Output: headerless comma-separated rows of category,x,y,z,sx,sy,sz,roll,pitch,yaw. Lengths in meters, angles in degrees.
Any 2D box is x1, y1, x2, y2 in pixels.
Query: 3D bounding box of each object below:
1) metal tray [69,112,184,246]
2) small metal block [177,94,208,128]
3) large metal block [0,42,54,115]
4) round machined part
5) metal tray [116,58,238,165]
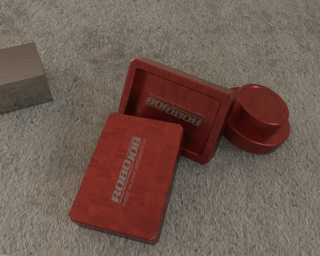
metal tray,-0.031,0.050,0.340,0.090,0.030,0.130,11,61,11
small metal block,0.047,-0.026,0.426,0.050,0.025,0.050,1,50,1
large metal block,-0.208,-0.072,0.445,0.081,0.050,0.080,-18,53,-15
round machined part,0.122,-0.018,0.393,0.099,0.042,0.098,10,49,-12
metal tray,0.016,-0.023,0.378,0.130,0.089,0.030,24,22,18
